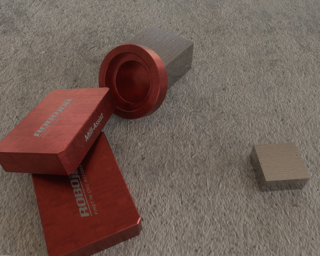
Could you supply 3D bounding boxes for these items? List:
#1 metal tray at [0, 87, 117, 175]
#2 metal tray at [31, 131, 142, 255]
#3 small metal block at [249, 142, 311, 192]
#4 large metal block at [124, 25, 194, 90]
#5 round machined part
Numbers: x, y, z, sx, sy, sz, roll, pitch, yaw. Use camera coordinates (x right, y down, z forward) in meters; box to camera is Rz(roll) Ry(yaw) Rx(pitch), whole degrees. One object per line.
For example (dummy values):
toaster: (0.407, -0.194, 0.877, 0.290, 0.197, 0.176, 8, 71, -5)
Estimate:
metal tray: (-0.118, -0.002, 0.370, 0.090, 0.030, 0.130, 0, 37, 18)
metal tray: (-0.085, 0.070, 0.340, 0.091, 0.030, 0.130, -19, 53, -16)
small metal block: (0.140, 0.046, 0.367, 0.050, 0.025, 0.050, -3, 50, -3)
large metal block: (-0.006, -0.106, 0.476, 0.080, 0.050, 0.080, 31, 56, 23)
round machined part: (-0.032, -0.062, 0.419, 0.098, 0.097, 0.042, 30, 23, 22)
